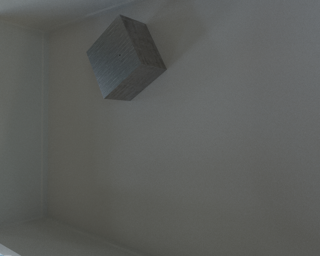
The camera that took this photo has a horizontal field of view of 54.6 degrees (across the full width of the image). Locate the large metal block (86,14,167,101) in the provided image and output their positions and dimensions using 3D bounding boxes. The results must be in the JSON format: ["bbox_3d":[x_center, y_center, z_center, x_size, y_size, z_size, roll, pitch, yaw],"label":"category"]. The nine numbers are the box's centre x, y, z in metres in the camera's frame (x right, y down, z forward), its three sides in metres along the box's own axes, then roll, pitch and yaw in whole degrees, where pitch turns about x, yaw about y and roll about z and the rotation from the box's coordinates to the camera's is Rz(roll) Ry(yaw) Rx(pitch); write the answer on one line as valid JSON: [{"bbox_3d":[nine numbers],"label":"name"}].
[{"bbox_3d":[-0.048,-0.094,0.432,0.080,0.050,0.080,-36,68,34],"label":"large metal block"}]
